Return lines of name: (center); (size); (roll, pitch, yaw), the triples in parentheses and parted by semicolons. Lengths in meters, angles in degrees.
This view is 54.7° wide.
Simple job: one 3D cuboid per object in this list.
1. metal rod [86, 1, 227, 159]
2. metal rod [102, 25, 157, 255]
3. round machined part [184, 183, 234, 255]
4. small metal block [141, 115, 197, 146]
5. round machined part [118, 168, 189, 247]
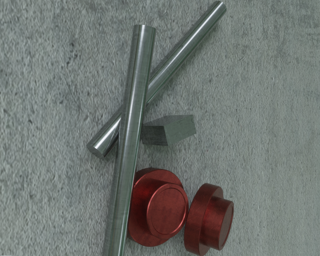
metal rod: (0.010, -0.080, 0.412); (0.301, 0.025, 0.025); (-52, 121, -27)
metal rod: (-0.038, 0.039, 0.346); (0.025, 0.025, 0.298); (5, 95, -40)
round machined part: (0.073, 0.130, 0.431); (0.099, 0.042, 0.097); (-35, 131, -54)
small metal block: (0.009, 0.002, 0.396); (0.050, 0.050, 0.025); (-22, 104, -38)
round machined part: (-0.002, 0.101, 0.392); (0.099, 0.042, 0.097); (0, 90, -40)
